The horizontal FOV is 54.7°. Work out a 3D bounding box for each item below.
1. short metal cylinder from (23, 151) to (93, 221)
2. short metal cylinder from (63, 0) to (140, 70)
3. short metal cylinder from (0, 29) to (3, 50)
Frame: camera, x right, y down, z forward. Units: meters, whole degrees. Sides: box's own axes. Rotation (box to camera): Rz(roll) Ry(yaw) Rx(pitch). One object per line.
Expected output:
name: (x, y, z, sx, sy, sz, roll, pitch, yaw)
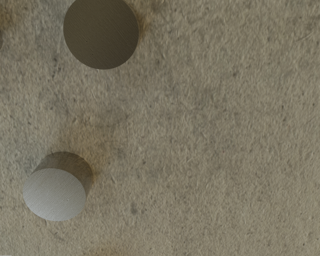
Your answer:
short metal cylinder: (-0.137, 0.079, 0.424, 0.081, 0.050, 0.079, 0, 110, -1)
short metal cylinder: (-0.063, -0.111, 0.355, 0.081, 0.050, 0.079, 0, 110, -1)
short metal cylinder: (-0.222, -0.111, 0.337, 0.050, 0.080, 0.080, -22, 109, 7)
